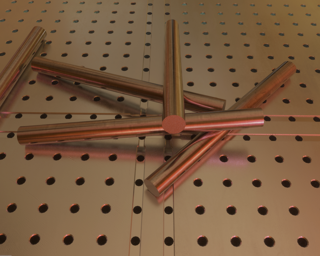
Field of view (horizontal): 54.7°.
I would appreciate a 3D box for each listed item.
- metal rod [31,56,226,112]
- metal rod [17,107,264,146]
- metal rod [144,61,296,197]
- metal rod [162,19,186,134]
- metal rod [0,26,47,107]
[{"bbox_3d":[-0.056,-0.062,0.444,0.301,0.025,0.025,15,52,18],"label":"metal rod"},{"bbox_3d":[-0.027,-0.001,0.387,0.302,0.025,0.025,-4,50,4],"label":"metal rod"},{"bbox_3d":[0.097,-0.013,0.419,0.025,0.025,0.302,38,59,27],"label":"metal rod"},{"bbox_3d":[0.018,-0.095,0.446,0.025,0.025,0.300,1,37,1],"label":"metal rod"},{"bbox_3d":[-0.232,-0.055,0.450,0.025,0.025,0.300,6,50,5],"label":"metal rod"}]
